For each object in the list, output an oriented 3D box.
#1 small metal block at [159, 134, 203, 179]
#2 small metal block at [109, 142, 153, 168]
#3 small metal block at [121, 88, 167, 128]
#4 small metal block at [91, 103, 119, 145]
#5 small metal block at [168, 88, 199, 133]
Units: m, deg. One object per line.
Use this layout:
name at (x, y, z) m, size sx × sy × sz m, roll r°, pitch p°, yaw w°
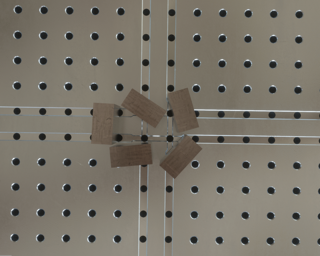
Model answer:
small metal block at (0.026, 0.035, 0.400) m, size 0.025 × 0.050 × 0.050 m, roll 42°, pitch 90°, yaw 1°
small metal block at (-0.035, 0.034, 0.400) m, size 0.050 × 0.050 × 0.025 m, roll -5°, pitch 90°, yaw 0°
small metal block at (-0.020, -0.025, 0.401) m, size 0.050 × 0.050 × 0.025 m, roll 34°, pitch 91°, yaw -1°
small metal block at (-0.069, -0.005, 0.400) m, size 0.025 × 0.050 × 0.050 m, roll 4°, pitch 91°, yaw 0°
small metal block at (0.029, -0.021, 0.400) m, size 0.025 × 0.050 × 0.050 m, roll -16°, pitch 89°, yaw 0°
